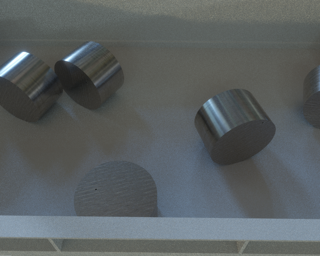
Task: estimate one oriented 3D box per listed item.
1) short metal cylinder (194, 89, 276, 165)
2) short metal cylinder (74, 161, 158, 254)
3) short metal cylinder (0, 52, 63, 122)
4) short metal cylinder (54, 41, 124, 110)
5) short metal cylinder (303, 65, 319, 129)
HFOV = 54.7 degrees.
[{"bbox_3d":[0.088,0.000,0.370,0.081,0.080,0.050,-14,52,-11],"label":"short metal cylinder"},{"bbox_3d":[-0.043,0.081,0.320,0.080,0.050,0.080,0,50,0],"label":"short metal cylinder"},{"bbox_3d":[-0.179,-0.053,0.413,0.080,0.080,0.050,20,53,15],"label":"short metal cylinder"},{"bbox_3d":[-0.097,-0.072,0.429,0.080,0.080,0.050,27,55,20],"label":"short metal cylinder"},{"bbox_3d":[0.231,-0.041,0.405,0.080,0.080,0.050,13,51,10],"label":"short metal cylinder"}]
